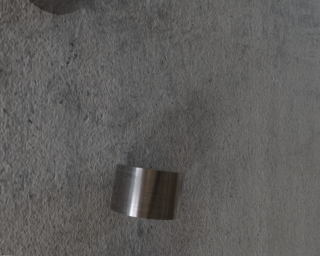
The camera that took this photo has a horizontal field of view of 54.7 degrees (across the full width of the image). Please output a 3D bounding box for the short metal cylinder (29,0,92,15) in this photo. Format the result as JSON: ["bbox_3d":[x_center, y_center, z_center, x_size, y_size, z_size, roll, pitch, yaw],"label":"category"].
[{"bbox_3d":[-0.097,-0.160,0.307,0.081,0.050,0.080,0,90,-40],"label":"short metal cylinder"}]

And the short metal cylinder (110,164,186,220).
[{"bbox_3d":[-0.014,0.072,0.358,0.081,0.080,0.050,13,82,-39],"label":"short metal cylinder"}]
